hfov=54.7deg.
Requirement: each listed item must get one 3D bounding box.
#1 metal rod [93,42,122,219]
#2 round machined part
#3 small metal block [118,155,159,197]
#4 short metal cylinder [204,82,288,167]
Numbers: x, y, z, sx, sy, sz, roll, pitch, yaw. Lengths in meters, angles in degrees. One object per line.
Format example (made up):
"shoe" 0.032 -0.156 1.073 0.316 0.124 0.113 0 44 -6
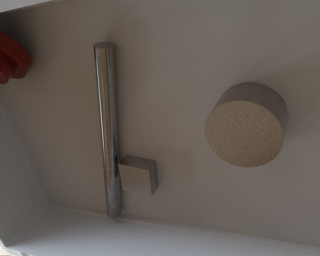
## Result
"metal rod" -0.074 0.023 0.460 0.025 0.025 0.298 15 125 19
"round machined part" -0.235 -0.097 0.430 0.098 0.042 0.098 17 157 8
"small metal block" -0.032 0.072 0.468 0.050 0.025 0.050 9 122 23
"short metal cylinder" 0.095 -0.004 0.339 0.080 0.050 0.079 13 124 20
